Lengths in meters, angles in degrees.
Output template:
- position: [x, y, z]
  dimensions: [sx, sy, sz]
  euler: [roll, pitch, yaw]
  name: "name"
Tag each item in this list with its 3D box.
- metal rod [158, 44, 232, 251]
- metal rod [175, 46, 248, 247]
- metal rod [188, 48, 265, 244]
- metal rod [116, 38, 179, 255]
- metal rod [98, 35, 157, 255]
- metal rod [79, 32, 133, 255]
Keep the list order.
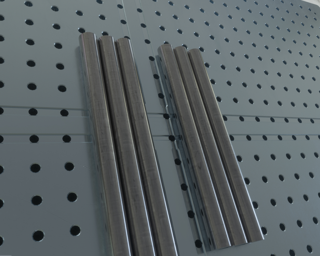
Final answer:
- position: [0.040, 0.008, 0.423]
  dimensions: [0.025, 0.025, 0.299]
  euler: [1, 61, -28]
  name: "metal rod"
- position: [0.062, 0.009, 0.435]
  dimensions: [0.025, 0.025, 0.299]
  euler: [1, 61, -28]
  name: "metal rod"
- position: [0.086, 0.009, 0.447]
  dimensions: [0.025, 0.025, 0.299]
  euler: [1, 61, -28]
  name: "metal rod"
- position: [-0.023, 0.009, 0.389]
  dimensions: [0.025, 0.025, 0.299]
  euler: [1, 61, -28]
  name: "metal rod"
- position: [-0.045, 0.009, 0.377]
  dimensions: [0.025, 0.025, 0.299]
  euler: [1, 61, -28]
  name: "metal rod"
- position: [-0.068, 0.008, 0.366]
  dimensions: [0.025, 0.025, 0.299]
  euler: [1, 61, -28]
  name: "metal rod"
